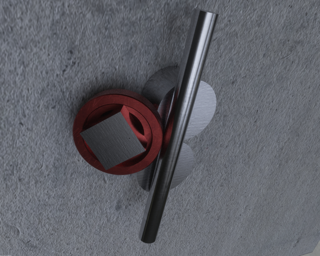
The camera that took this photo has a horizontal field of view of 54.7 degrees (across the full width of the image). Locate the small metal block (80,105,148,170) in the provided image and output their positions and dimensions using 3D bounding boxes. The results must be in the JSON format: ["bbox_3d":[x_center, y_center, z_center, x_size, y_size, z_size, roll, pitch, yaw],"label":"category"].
[{"bbox_3d":[-0.049,0.010,0.335,0.050,0.025,0.050,-27,108,13],"label":"small metal block"}]

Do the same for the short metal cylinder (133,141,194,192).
[{"bbox_3d":[-0.002,0.039,0.415,0.081,0.050,0.079,-14,123,-21],"label":"short metal cylinder"}]

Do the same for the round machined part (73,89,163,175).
[{"bbox_3d":[-0.046,0.002,0.357,0.099,0.042,0.097,1,112,2],"label":"round machined part"}]

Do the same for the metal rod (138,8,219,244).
[{"bbox_3d":[0.014,0.018,0.363,0.025,0.025,0.298,-1,119,-28],"label":"metal rod"}]

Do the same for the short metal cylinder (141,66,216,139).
[{"bbox_3d":[0.022,-0.031,0.385,0.081,0.050,0.079,-14,124,-21],"label":"short metal cylinder"}]
